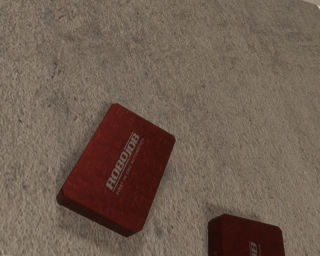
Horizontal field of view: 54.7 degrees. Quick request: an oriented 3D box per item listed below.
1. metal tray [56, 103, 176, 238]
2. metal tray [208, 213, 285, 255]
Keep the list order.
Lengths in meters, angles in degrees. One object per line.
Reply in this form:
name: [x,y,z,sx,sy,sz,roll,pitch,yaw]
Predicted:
metal tray: [-0.044,0.043,0.352,0.090,0.030,0.130,30,52,-9]
metal tray: [0.101,0.173,0.352,0.091,0.030,0.130,18,55,-18]
